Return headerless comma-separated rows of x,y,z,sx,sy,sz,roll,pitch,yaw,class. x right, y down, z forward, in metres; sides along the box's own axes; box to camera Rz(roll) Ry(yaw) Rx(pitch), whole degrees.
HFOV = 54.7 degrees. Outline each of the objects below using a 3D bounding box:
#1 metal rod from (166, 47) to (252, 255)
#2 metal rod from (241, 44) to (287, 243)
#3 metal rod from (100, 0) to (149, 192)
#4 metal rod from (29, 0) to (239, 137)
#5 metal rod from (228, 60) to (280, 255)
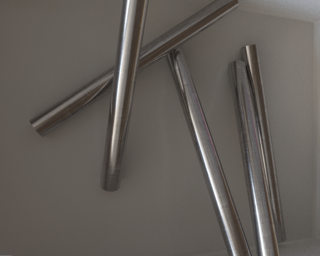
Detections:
0.059,0.034,0.381,0.025,0.025,0.299,-10,74,-20,metal rod
0.158,0.025,0.470,0.025,0.025,0.298,-11,94,-20,metal rod
-0.036,-0.062,0.332,0.025,0.025,0.298,2,115,-20,metal rod
-0.023,-0.085,0.387,0.301,0.025,0.025,-36,102,-11,metal rod
0.118,0.044,0.393,0.025,0.025,0.299,7,64,-20,metal rod
